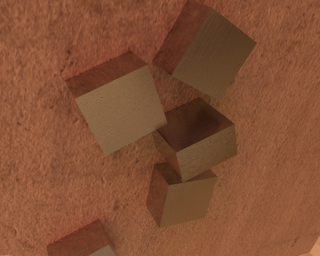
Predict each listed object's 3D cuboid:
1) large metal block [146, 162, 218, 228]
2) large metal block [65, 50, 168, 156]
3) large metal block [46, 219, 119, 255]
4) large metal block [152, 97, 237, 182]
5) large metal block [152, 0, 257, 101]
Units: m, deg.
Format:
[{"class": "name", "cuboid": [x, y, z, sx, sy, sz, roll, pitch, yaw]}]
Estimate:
[{"class": "large metal block", "cuboid": [0.031, 0.097, 0.469, 0.081, 0.050, 0.079, -4, 121, -27]}, {"class": "large metal block", "cuboid": [-0.047, -0.028, 0.349, 0.080, 0.050, 0.080, -28, 128, -11]}, {"class": "large metal block", "cuboid": [-0.107, 0.193, 0.453, 0.080, 0.050, 0.080, -26, 128, -13]}, {"class": "large metal block", "cuboid": [0.042, 0.012, 0.403, 0.081, 0.080, 0.050, -25, 128, -14]}, {"class": "large metal block", "cuboid": [0.052, -0.090, 0.365, 0.080, 0.050, 0.080, 21, 107, -36]}]
